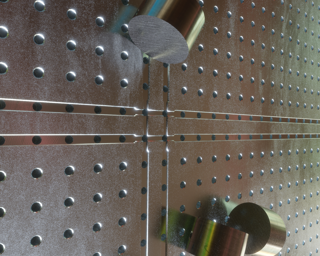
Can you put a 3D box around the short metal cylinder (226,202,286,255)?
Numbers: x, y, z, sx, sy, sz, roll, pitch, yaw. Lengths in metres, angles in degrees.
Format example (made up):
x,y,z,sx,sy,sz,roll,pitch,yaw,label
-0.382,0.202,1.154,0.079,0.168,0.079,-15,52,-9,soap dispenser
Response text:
x,y,z,sx,sy,sz,roll,pitch,yaw,label
0.157,0.168,0.508,0.050,0.080,0.080,27,73,-37,short metal cylinder

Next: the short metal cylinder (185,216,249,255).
x,y,z,sx,sy,sz,roll,pitch,yaw,label
0.082,0.165,0.445,0.080,0.080,0.050,32,70,-36,short metal cylinder

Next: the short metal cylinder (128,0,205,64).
x,y,z,sx,sy,sz,roll,pitch,yaw,label
0.008,-0.125,0.382,0.080,0.080,0.050,41,65,-33,short metal cylinder
